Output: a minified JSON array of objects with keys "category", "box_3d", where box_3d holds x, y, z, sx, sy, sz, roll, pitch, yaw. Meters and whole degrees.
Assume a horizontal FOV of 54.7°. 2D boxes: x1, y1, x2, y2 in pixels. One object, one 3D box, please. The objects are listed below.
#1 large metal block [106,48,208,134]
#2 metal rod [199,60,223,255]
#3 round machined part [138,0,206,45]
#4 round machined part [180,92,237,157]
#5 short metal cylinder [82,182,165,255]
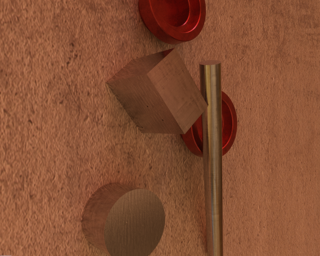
[{"category":"large metal block","box_3d":[-0.004,-0.040,0.365,0.050,0.080,0.080,-48,119,-29]},{"category":"metal rod","box_3d":[0.072,0.060,0.417,0.025,0.025,0.298,-26,121,-37]},{"category":"round machined part","box_3d":[0.011,-0.158,0.403,0.099,0.042,0.097,0,90,-40]},{"category":"round machined part","box_3d":[0.065,-0.006,0.448,0.099,0.042,0.097,0,90,-40]},{"category":"short metal cylinder","box_3d":[-0.041,0.106,0.354,0.081,0.050,0.080,0,90,-40]}]
